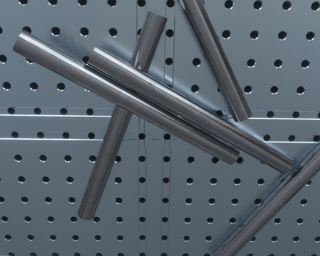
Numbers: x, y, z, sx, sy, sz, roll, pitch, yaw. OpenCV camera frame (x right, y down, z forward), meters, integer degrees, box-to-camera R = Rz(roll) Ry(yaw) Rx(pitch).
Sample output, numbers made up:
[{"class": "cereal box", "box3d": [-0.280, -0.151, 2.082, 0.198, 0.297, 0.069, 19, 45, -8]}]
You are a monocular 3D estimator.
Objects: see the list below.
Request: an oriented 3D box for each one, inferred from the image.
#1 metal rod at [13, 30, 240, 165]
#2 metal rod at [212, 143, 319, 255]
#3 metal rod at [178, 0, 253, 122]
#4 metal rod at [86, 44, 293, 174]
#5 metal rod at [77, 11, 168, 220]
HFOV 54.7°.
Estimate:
[{"class": "metal rod", "box3d": [-0.024, -0.026, 0.378, 0.301, 0.025, 0.025, 28, 108, -20]}, {"class": "metal rod", "box3d": [0.177, 0.100, 0.452, 0.025, 0.025, 0.299, 34, 106, -12]}, {"class": "metal rod", "box3d": [0.040, -0.138, 0.362, 0.025, 0.025, 0.299, -27, 108, 9]}, {"class": "metal rod", "box3d": [0.050, -0.015, 0.391, 0.301, 0.025, 0.025, 28, 108, -17]}, {"class": "metal rod", "box3d": [-0.056, -0.002, 0.411, 0.025, 0.025, 0.298, 20, 109, -8]}]
